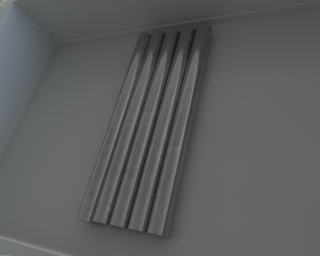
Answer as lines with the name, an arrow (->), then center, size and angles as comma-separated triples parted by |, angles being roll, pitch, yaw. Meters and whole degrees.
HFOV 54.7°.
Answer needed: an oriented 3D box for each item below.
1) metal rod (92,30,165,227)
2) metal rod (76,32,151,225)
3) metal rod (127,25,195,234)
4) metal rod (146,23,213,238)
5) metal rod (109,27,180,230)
metal rod -> -0.035, -0.017, 0.433 | 0.025, 0.025, 0.300 | 0, 62, 28
metal rod -> -0.057, -0.016, 0.444 | 0.025, 0.025, 0.300 | 0, 62, 28
metal rod -> 0.010, -0.016, 0.409 | 0.025, 0.025, 0.300 | 0, 62, 28
metal rod -> 0.032, -0.015, 0.397 | 0.025, 0.025, 0.300 | 0, 62, 28
metal rod -> -0.013, -0.016, 0.421 | 0.025, 0.025, 0.300 | 0, 62, 28
